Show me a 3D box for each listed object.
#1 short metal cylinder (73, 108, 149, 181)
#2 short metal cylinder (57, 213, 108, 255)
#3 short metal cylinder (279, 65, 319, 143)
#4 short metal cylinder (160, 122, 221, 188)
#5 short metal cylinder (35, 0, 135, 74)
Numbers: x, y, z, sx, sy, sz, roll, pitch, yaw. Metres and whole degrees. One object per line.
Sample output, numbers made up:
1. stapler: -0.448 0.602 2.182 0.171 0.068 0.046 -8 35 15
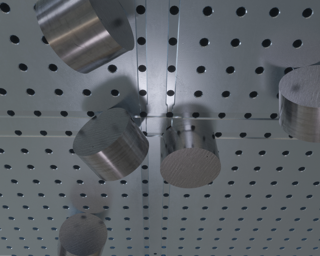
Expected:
1. short metal cylinder: -0.061 0.020 0.392 0.080 0.080 0.050 -21 127 17
2. short metal cylinder: -0.136 0.197 0.542 0.081 0.080 0.050 12 129 -10
3. short metal cylinder: 0.178 -0.029 0.353 0.080 0.080 0.050 -11 129 9
4. short metal cylinder: 0.040 0.039 0.428 0.081 0.050 0.079 0 130 0
5. short metal cylinder: -0.067 -0.098 0.291 0.050 0.080 0.080 -23 127 18
